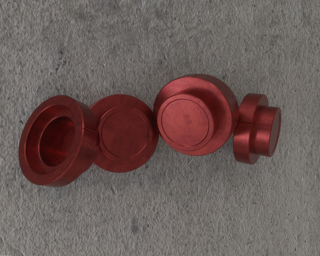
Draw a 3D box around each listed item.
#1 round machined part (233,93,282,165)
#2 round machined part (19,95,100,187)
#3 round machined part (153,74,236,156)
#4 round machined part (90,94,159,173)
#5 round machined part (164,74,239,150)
[{"bbox_3d":[0.136,0.003,0.422,0.099,0.042,0.097,-27,122,-54],"label":"round machined part"},{"bbox_3d":[-0.106,0.016,0.341,0.042,0.098,0.098,29,78,-54],"label":"round machined part"},{"bbox_3d":[0.036,-0.012,0.363,0.042,0.098,0.098,-38,107,-59],"label":"round machined part"},{"bbox_3d":[-0.047,0.007,0.382,0.099,0.042,0.097,0,90,-20],"label":"round machined part"},{"bbox_3d":[0.053,-0.022,0.400,0.042,0.098,0.098,-38,107,-59],"label":"round machined part"}]
